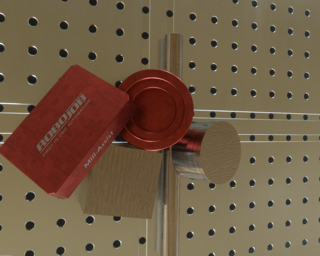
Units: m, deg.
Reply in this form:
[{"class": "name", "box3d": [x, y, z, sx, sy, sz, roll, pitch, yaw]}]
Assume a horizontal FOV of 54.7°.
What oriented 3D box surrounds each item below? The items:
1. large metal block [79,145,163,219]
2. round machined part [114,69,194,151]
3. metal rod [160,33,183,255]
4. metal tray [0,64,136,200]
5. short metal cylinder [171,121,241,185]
[{"class": "large metal block", "box3d": [-0.049, 0.062, 0.381, 0.081, 0.050, 0.080, 11, 86, -20]}, {"class": "round machined part", "box3d": [-0.008, -0.021, 0.387, 0.099, 0.042, 0.097, 0, 89, 5]}, {"class": "metal rod", "box3d": [0.016, 0.024, 0.419, 0.025, 0.025, 0.298, 1, 90, -20]}, {"class": "metal tray", "box3d": [-0.101, 0.001, 0.347, 0.090, 0.030, 0.130, 32, 77, 22]}, {"class": "short metal cylinder", "box3d": [0.062, 0.031, 0.408, 0.081, 0.050, 0.079, 0, 91, -40]}]
